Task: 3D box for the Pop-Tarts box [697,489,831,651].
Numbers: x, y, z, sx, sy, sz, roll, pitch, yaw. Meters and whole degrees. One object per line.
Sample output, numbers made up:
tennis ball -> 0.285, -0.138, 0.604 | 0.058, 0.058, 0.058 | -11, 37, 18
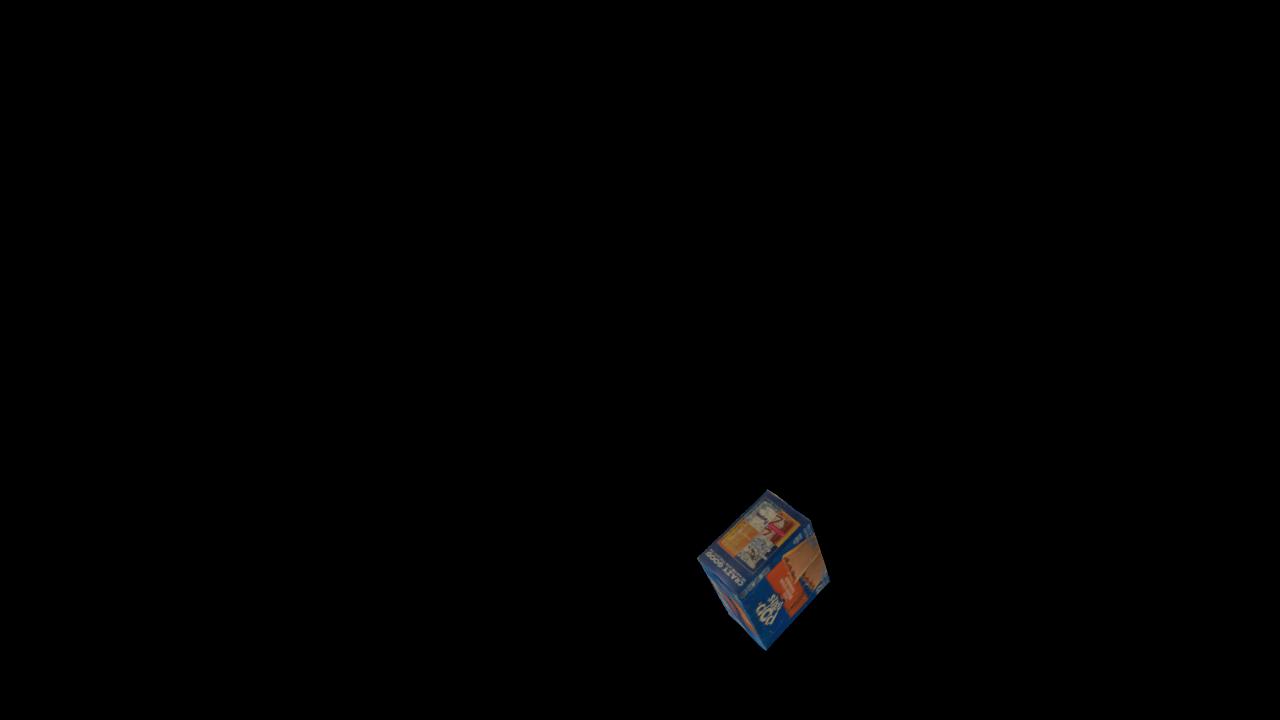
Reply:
Pop-Tarts box -> 0.177, 0.293, 0.856 | 0.141, 0.167, 0.083 | -39, 39, -16
